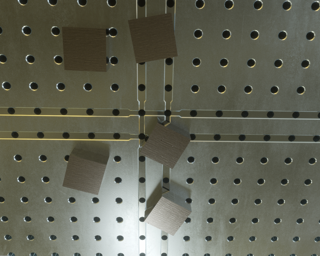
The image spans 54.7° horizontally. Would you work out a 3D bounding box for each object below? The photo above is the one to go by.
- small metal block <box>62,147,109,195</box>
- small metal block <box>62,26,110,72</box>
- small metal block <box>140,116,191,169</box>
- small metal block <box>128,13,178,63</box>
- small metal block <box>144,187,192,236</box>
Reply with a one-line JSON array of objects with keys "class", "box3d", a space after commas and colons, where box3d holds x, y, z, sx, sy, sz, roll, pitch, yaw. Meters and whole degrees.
[{"class": "small metal block", "box3d": [-0.104, 0.061, 0.434, 0.050, 0.025, 0.050, 16, 109, -7]}, {"class": "small metal block", "box3d": [-0.089, -0.096, 0.377, 0.050, 0.025, 0.050, 2, 110, -2]}, {"class": "small metal block", "box3d": [0.007, 0.020, 0.421, 0.050, 0.025, 0.050, 27, 108, -10]}, {"class": "small metal block", "box3d": [-0.008, -0.109, 0.373, 0.050, 0.025, 0.050, -9, 110, 3]}, {"class": "small metal block", "box3d": [0.011, 0.124, 0.459, 0.050, 0.025, 0.050, 29, 107, -11]}]
